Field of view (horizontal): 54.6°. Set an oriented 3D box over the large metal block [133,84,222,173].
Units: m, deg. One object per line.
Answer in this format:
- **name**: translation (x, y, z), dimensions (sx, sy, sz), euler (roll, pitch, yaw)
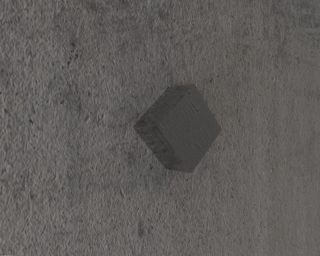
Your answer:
- **large metal block**: translation (0.025, 0.000, 0.409), dimensions (0.080, 0.050, 0.080), euler (-51, 120, -28)
